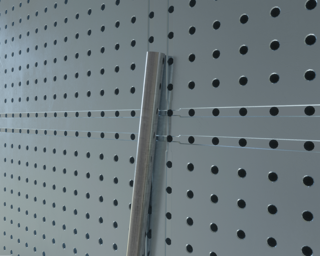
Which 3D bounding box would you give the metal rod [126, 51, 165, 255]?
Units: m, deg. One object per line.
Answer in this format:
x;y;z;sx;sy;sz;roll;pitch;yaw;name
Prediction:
-0.021;0.048;0.428;0.025;0.025;0.298;10;97;39;metal rod
